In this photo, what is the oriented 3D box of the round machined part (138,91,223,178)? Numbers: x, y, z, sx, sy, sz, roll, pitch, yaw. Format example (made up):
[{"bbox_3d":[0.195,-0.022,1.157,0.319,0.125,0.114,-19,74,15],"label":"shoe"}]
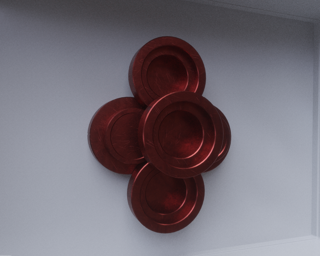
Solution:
[{"bbox_3d":[0.021,0.007,0.363,0.099,0.042,0.097,0,90,-21],"label":"round machined part"}]

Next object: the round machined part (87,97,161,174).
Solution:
[{"bbox_3d":[-0.038,0.010,0.386,0.099,0.042,0.097,0,90,-21],"label":"round machined part"}]

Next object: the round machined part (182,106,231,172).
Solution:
[{"bbox_3d":[0.056,0.013,0.421,0.099,0.042,0.097,0,90,-21],"label":"round machined part"}]

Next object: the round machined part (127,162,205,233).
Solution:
[{"bbox_3d":[0.005,0.082,0.402,0.099,0.042,0.097,0,90,-21],"label":"round machined part"}]

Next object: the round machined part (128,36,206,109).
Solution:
[{"bbox_3d":[0.006,-0.065,0.402,0.099,0.042,0.097,0,90,-21],"label":"round machined part"}]
